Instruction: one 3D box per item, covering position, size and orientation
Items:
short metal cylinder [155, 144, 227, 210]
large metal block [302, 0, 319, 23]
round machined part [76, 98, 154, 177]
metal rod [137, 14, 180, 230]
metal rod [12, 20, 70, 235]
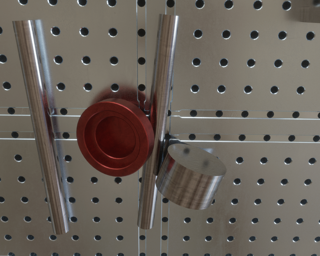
[{"bbox_3d":[0.040,0.062,0.408,0.080,0.080,0.050,17,109,-7],"label":"short metal cylinder"},{"bbox_3d":[0.210,-0.164,0.343,0.080,0.050,0.079,-7,110,2],"label":"large metal block"},{"bbox_3d":[-0.053,0.009,0.397,0.098,0.042,0.097,6,109,18],"label":"round machined part"},{"bbox_3d":[-0.005,0.006,0.415,0.025,0.025,0.298,6,110,-3],"label":"metal rod"},{"bbox_3d":[-0.154,0.013,0.416,0.025,0.025,0.298,-2,110,0],"label":"metal rod"}]
